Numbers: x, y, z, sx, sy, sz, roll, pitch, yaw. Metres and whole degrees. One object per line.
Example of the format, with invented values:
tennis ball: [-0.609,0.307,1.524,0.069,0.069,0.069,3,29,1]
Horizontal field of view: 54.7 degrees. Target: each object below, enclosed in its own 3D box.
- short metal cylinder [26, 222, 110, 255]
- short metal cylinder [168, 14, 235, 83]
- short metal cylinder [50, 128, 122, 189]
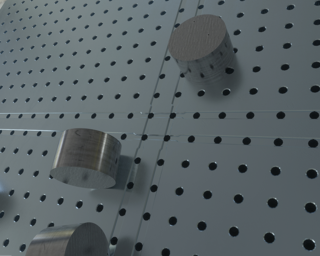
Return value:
short metal cylinder: [-0.097,0.146,0.334,0.050,0.080,0.080,-13,56,21]
short metal cylinder: [0.058,-0.109,0.428,0.080,0.050,0.080,-13,56,21]
short metal cylinder: [-0.093,0.041,0.397,0.080,0.080,0.050,-8,58,24]
